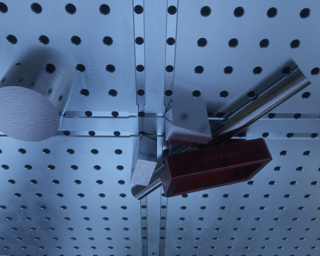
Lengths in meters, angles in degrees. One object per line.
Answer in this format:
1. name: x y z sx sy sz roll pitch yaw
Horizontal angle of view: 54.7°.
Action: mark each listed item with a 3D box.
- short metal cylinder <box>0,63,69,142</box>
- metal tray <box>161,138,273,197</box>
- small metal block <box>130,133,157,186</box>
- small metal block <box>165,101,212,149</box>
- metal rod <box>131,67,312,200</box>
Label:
1. short metal cylinder: -0.154 -0.030 0.368 0.081 0.050 0.079 -1 130 0
2. metal tray: 0.071 0.055 0.416 0.131 0.030 0.090 -9 154 -11
3. small metal block: -0.023 0.044 0.433 0.025 0.050 0.050 12 129 -10
4. small metal block: 0.034 -0.004 0.393 0.050 0.050 0.025 15 128 -13
5. metal rod: 0.066 0.021 0.430 0.025 0.025 0.299 36 121 -27
